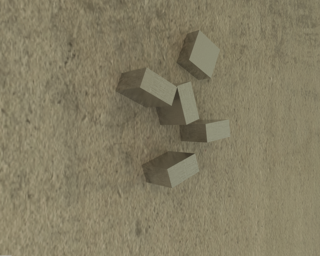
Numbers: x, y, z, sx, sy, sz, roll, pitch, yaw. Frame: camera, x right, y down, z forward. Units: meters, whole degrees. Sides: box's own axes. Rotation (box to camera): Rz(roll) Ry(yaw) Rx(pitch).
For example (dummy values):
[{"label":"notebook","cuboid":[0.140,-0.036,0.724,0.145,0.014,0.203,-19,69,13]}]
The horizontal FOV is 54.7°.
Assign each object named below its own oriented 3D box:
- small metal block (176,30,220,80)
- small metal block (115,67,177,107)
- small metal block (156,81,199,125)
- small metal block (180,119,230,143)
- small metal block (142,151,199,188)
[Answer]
[{"label":"small metal block","cuboid":[0.057,-0.106,0.455,0.050,0.025,0.050,31,71,-36]},{"label":"small metal block","cuboid":[-0.017,-0.047,0.376,0.050,0.050,0.025,27,73,-37]},{"label":"small metal block","cuboid":[0.020,-0.032,0.407,0.025,0.050,0.050,-24,106,-38]},{"label":"small metal block","cuboid":[0.064,0.003,0.445,0.050,0.050,0.025,-10,97,-40]},{"label":"small metal block","cuboid":[0.014,0.052,0.402,0.050,0.050,0.025,-24,105,-38]}]
